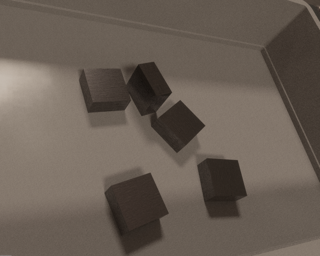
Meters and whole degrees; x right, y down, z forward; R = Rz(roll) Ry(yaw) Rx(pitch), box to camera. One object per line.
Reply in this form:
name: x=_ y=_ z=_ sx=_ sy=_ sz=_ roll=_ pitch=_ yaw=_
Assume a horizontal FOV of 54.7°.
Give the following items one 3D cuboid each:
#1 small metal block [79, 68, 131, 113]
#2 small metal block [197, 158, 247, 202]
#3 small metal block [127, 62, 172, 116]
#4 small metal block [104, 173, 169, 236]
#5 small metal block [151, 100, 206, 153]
small metal block: x=-0.071 y=-0.049 z=0.398 sx=0.050 sy=0.025 sz=0.050 roll=-6 pitch=65 yaw=-31
small metal block: x=0.081 y=0.069 z=0.409 sx=0.050 sy=0.025 sz=0.050 roll=6 pitch=59 yaw=-26
small metal block: x=-0.016 y=-0.052 z=0.414 sx=0.025 sy=0.050 sz=0.050 roll=-18 pitch=72 yaw=-35
small metal block: x=-0.026 y=0.083 z=0.342 sx=0.050 sy=0.025 sz=0.050 roll=-14 pitch=69 yaw=-34
small metal block: x=0.025 y=-0.003 z=0.423 sx=0.050 sy=0.025 sz=0.050 roll=46 pitch=51 yaw=4
